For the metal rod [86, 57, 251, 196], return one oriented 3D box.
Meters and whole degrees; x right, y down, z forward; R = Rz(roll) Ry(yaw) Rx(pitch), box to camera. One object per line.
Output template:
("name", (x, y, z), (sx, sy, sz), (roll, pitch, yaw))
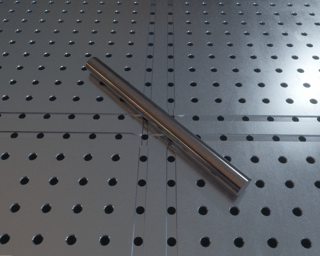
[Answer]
("metal rod", (-0.006, -0.017, 0.423), (0.025, 0.025, 0.300), (-35, 58, -26))
